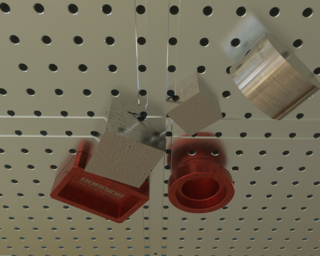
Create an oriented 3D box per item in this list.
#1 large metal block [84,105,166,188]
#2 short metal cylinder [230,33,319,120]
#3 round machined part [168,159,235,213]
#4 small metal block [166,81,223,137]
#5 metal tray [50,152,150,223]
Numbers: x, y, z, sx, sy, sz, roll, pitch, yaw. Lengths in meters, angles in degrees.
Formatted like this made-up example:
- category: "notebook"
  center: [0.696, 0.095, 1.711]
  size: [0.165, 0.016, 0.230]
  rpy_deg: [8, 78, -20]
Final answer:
- category: "large metal block"
  center: [-0.047, 0.027, 0.418]
  size: [0.080, 0.050, 0.080]
  rpy_deg: [21, 127, -17]
- category: "short metal cylinder"
  center: [0.122, -0.055, 0.330]
  size: [0.080, 0.080, 0.050]
  rpy_deg: [29, 124, -22]
- category: "round machined part"
  center: [0.061, 0.085, 0.473]
  size: [0.099, 0.042, 0.097]
  rpy_deg: [0, 130, 0]
- category: "small metal block"
  center: [0.043, -0.023, 0.392]
  size: [0.050, 0.025, 0.050]
  rpy_deg: [-32, 123, 24]
- category: "metal tray"
  center: [-0.093, 0.098, 0.490]
  size: [0.131, 0.030, 0.090]
  rpy_deg: [29, 124, -23]
